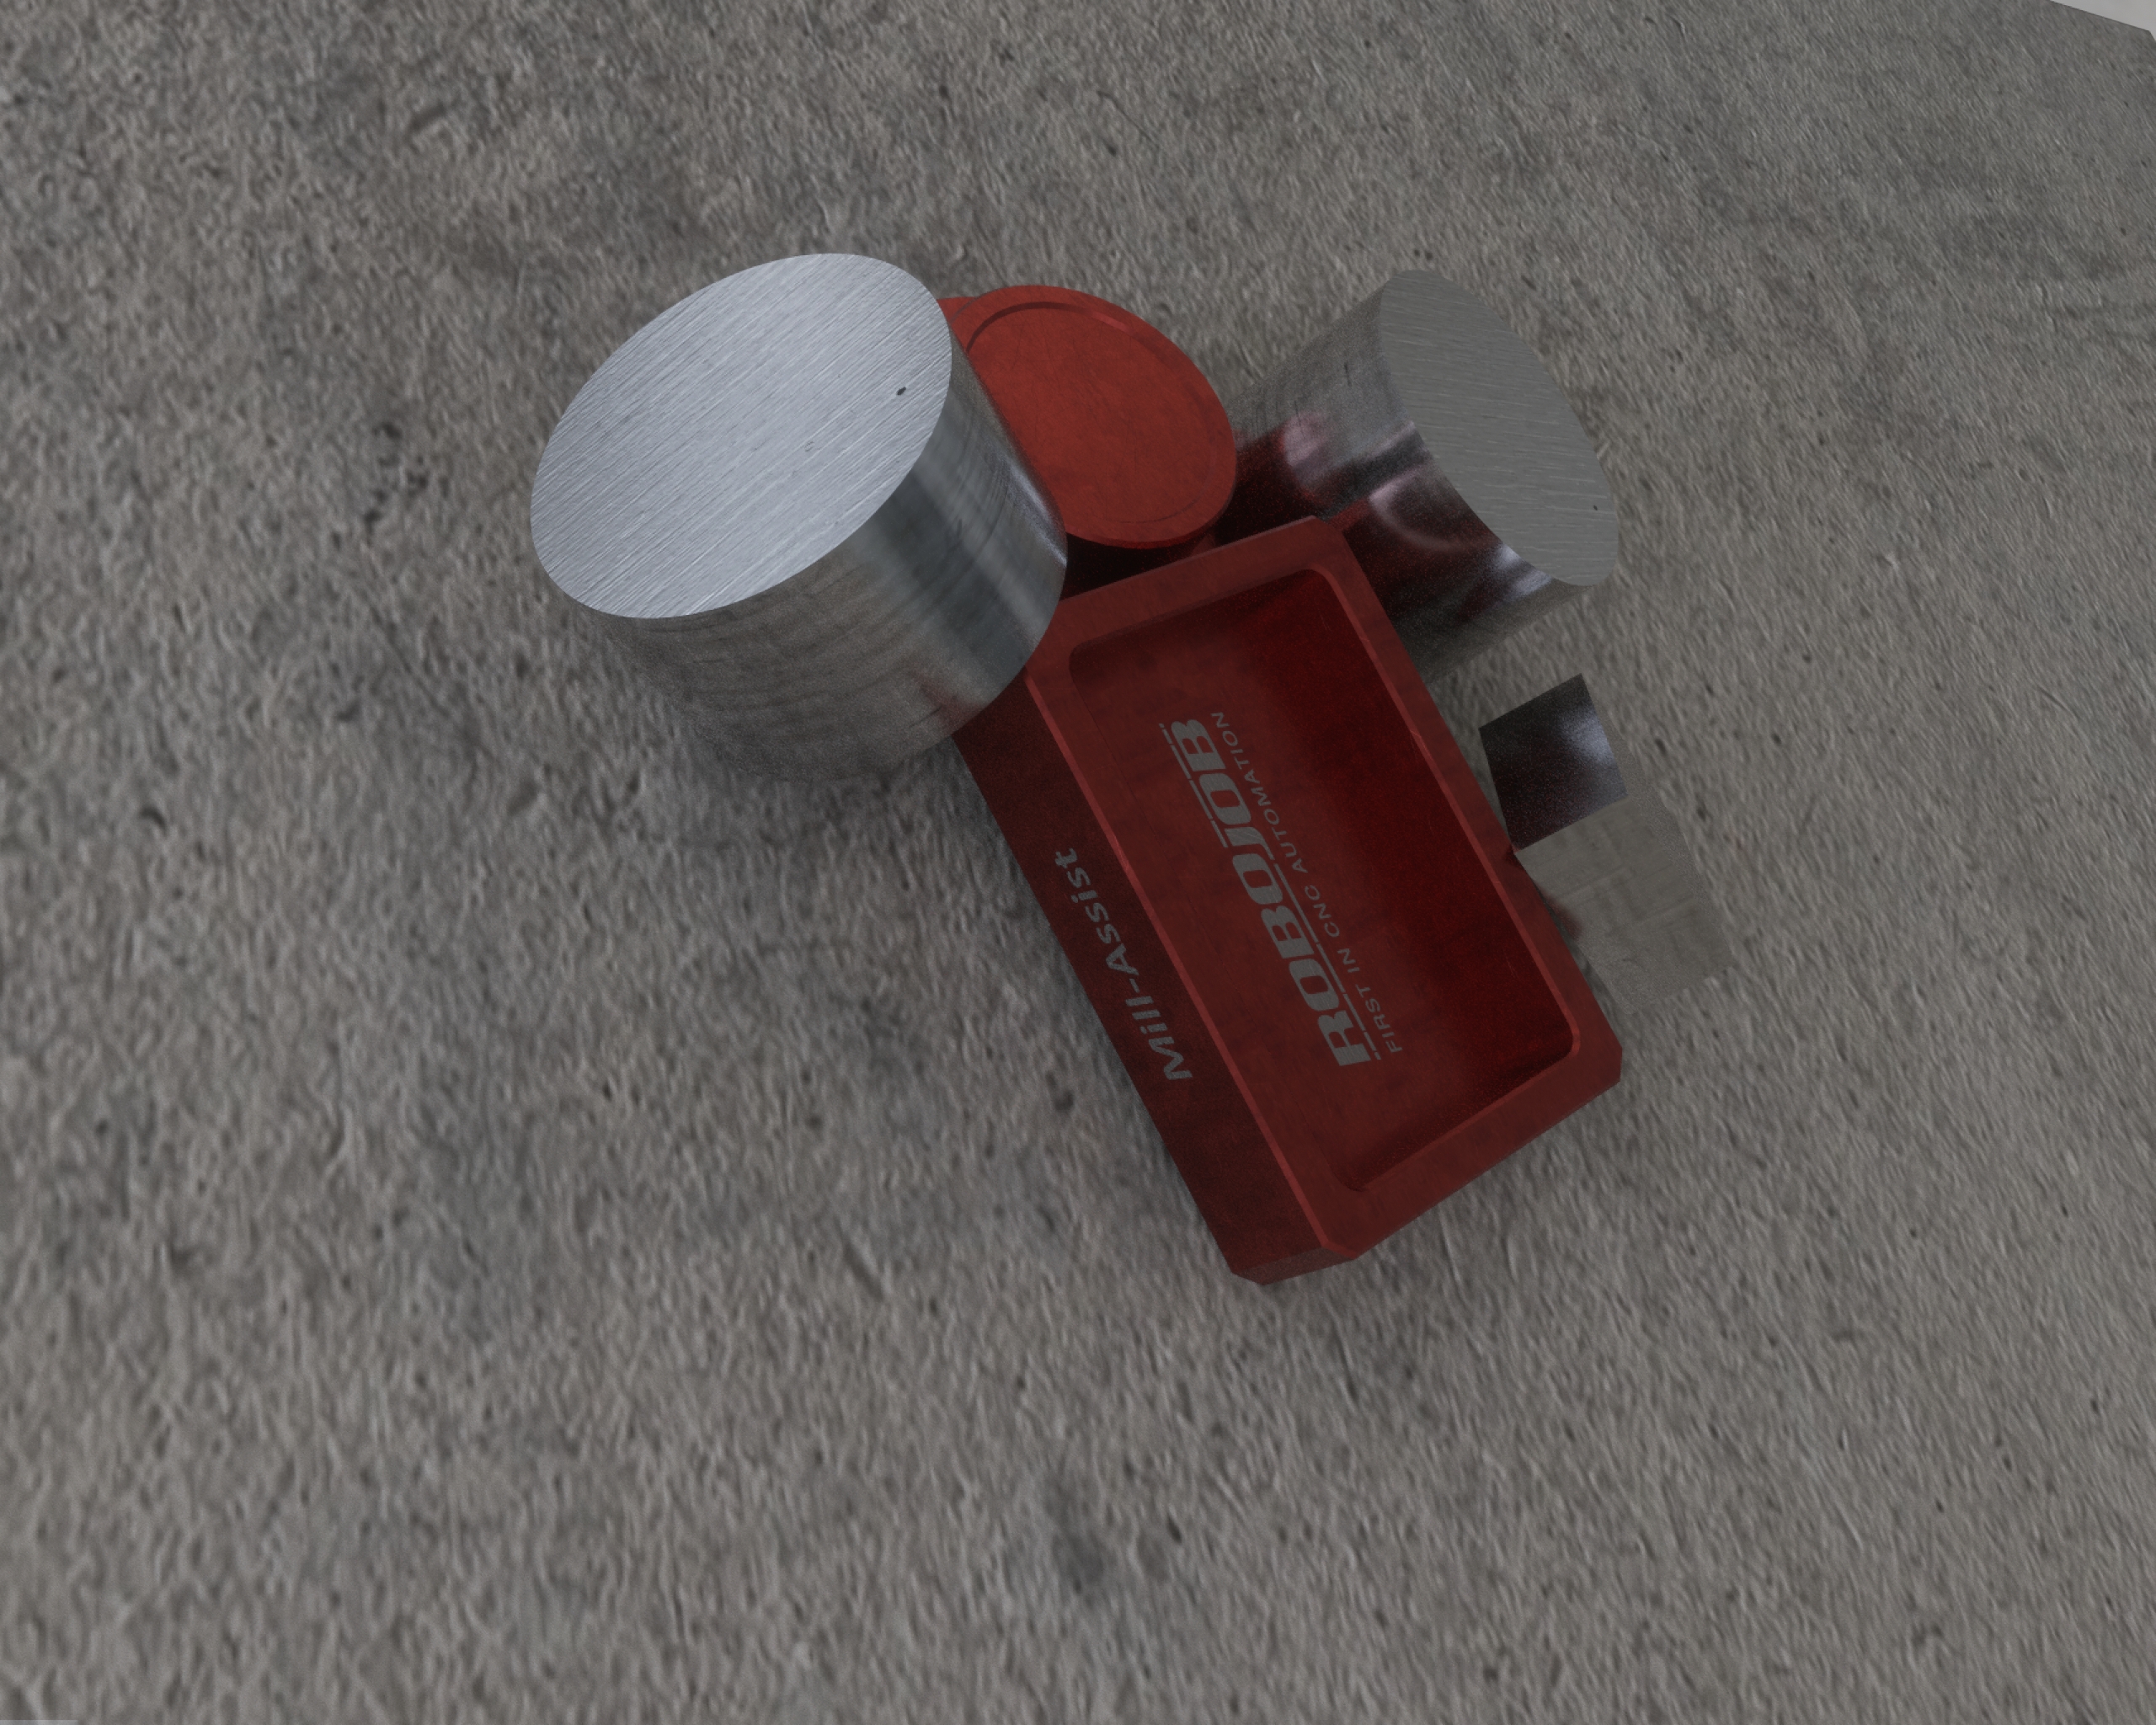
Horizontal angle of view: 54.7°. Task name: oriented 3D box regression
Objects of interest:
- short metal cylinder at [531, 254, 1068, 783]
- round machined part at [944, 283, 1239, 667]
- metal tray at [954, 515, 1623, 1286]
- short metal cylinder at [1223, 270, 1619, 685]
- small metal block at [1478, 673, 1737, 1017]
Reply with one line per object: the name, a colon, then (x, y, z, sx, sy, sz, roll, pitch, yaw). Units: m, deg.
short metal cylinder: (-0.049, -0.061, 0.373, 0.050, 0.080, 0.080, 54, 32, -51)
round machined part: (-0.006, -0.083, 0.443, 0.099, 0.042, 0.098, 14, 56, -21)
metal tray: (0.041, 0.004, 0.407, 0.091, 0.030, 0.130, -24, 84, -37)
short metal cylinder: (0.076, -0.084, 0.468, 0.080, 0.050, 0.080, 27, 47, -33)
small metal block: (0.112, -0.004, 0.445, 0.050, 0.025, 0.050, 51, 21, -27)
